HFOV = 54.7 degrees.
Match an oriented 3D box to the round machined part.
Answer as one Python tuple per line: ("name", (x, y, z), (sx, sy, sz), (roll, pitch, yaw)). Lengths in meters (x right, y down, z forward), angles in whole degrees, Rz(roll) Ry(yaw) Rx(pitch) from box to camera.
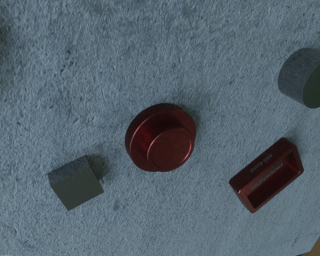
("round machined part", (0.006, 0.020, 0.413), (0.099, 0.042, 0.097), (-14, 125, -21))

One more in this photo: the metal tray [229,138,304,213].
("metal tray", (0.198, 0.089, 0.569), (0.130, 0.030, 0.090), (-39, 130, -3))

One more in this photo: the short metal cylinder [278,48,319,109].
("short metal cylinder", (0.229, -0.076, 0.472), (0.081, 0.050, 0.079), (-14, 125, -21))

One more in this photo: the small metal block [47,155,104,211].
("small metal block", (-0.106, 0.070, 0.393), (0.050, 0.025, 0.050), (-27, 128, -12))
